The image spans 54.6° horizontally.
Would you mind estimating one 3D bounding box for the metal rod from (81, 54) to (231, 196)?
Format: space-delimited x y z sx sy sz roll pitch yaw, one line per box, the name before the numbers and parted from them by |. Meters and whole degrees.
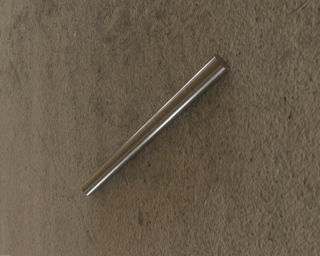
metal rod | -0.023 0.012 0.427 0.299 0.025 0.025 -43 64 31
